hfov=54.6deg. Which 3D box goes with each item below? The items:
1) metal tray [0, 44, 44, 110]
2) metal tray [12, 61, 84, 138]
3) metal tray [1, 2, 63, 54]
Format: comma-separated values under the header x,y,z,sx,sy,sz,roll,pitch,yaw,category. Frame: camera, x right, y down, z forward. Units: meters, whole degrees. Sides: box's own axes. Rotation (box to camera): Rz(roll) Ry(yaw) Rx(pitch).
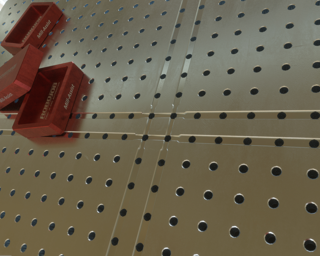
x,y,z,sx,sy,sz,roll,pitch,yaw,category
-0.279,-0.094,0.589,0.130,0.030,0.090,-18,53,37,metal tray
-0.192,-0.050,0.538,0.090,0.030,0.130,-5,59,26,metal tray
-0.287,-0.223,0.694,0.090,0.030,0.130,15,69,34,metal tray
